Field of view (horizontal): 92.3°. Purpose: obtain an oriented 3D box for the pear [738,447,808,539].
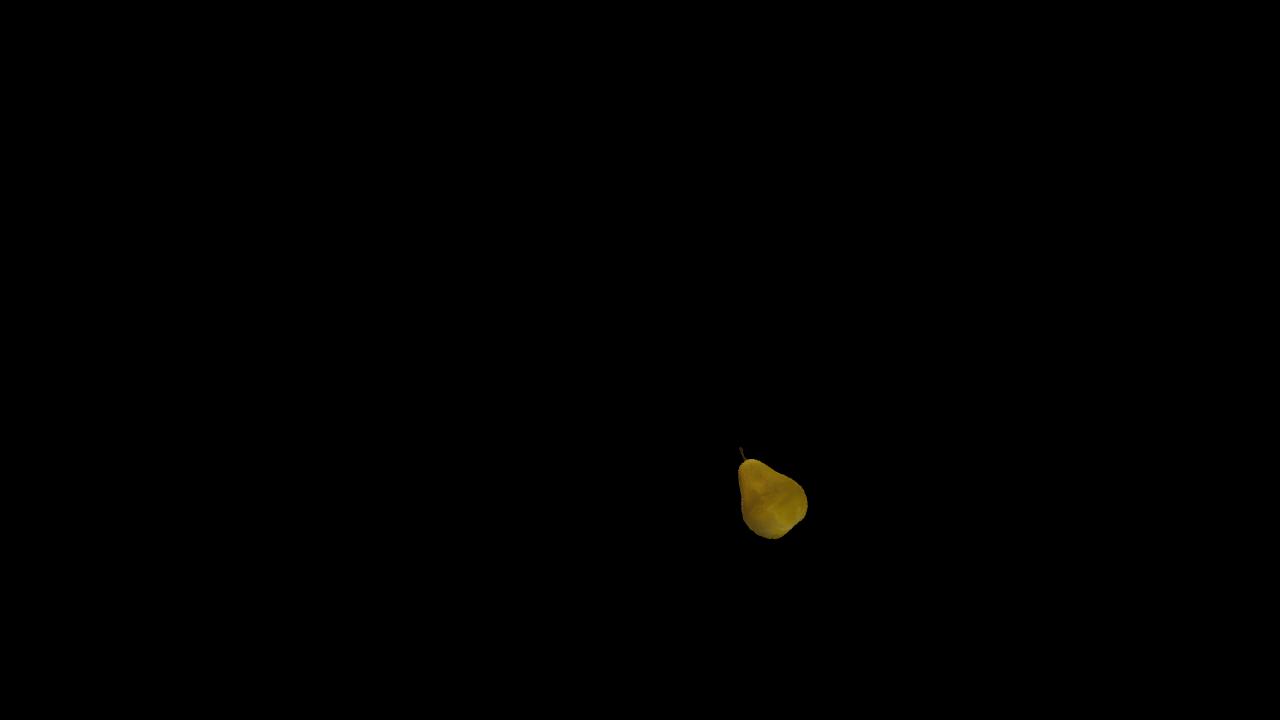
[{"bbox_3d":[0.145,0.156,0.737,0.080,0.111,0.080,-36,-17,-12],"label":"pear"}]
